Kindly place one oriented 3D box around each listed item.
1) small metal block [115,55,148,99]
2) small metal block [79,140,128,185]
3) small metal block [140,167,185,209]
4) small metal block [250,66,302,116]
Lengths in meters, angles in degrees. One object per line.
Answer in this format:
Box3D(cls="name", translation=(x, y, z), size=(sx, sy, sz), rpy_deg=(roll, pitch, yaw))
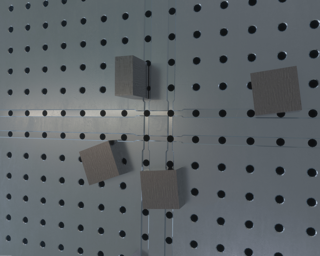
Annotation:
Box3D(cls="small metal block", translation=(-0.037, -0.066, 0.413), size=(0.025, 0.050, 0.050), rpy_deg=(0, 90, 20))
Box3D(cls="small metal block", translation=(-0.081, 0.049, 0.442), size=(0.050, 0.025, 0.050), rpy_deg=(-21, 83, 19))
Box3D(cls="small metal block", translation=(0.003, 0.080, 0.412), size=(0.050, 0.025, 0.050), rpy_deg=(-5, 88, 20))
Box3D(cls="small metal block", translation=(0.136, -0.042, 0.365), size=(0.050, 0.025, 0.050), rpy_deg=(-7, 88, 20))
